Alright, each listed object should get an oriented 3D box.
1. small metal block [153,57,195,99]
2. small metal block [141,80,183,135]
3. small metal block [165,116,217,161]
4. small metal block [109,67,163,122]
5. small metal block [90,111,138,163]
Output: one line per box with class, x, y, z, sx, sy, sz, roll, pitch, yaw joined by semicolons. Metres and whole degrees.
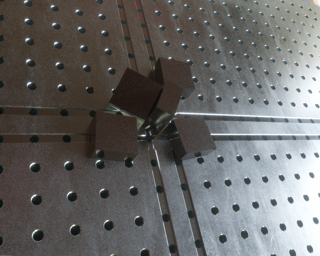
small metal block;0.020;-0.075;0.464;0.050;0.025;0.050;5;59;-26
small metal block;0.003;-0.027;0.409;0.025;0.050;0.050;28;52;-11
small metal block;0.042;0.014;0.422;0.050;0.025;0.050;-7;66;-31
small metal block;-0.031;-0.042;0.400;0.050;0.025;0.050;27;83;-6
small metal block;-0.055;0.011;0.371;0.050;0.025;0.050;9;58;-23
